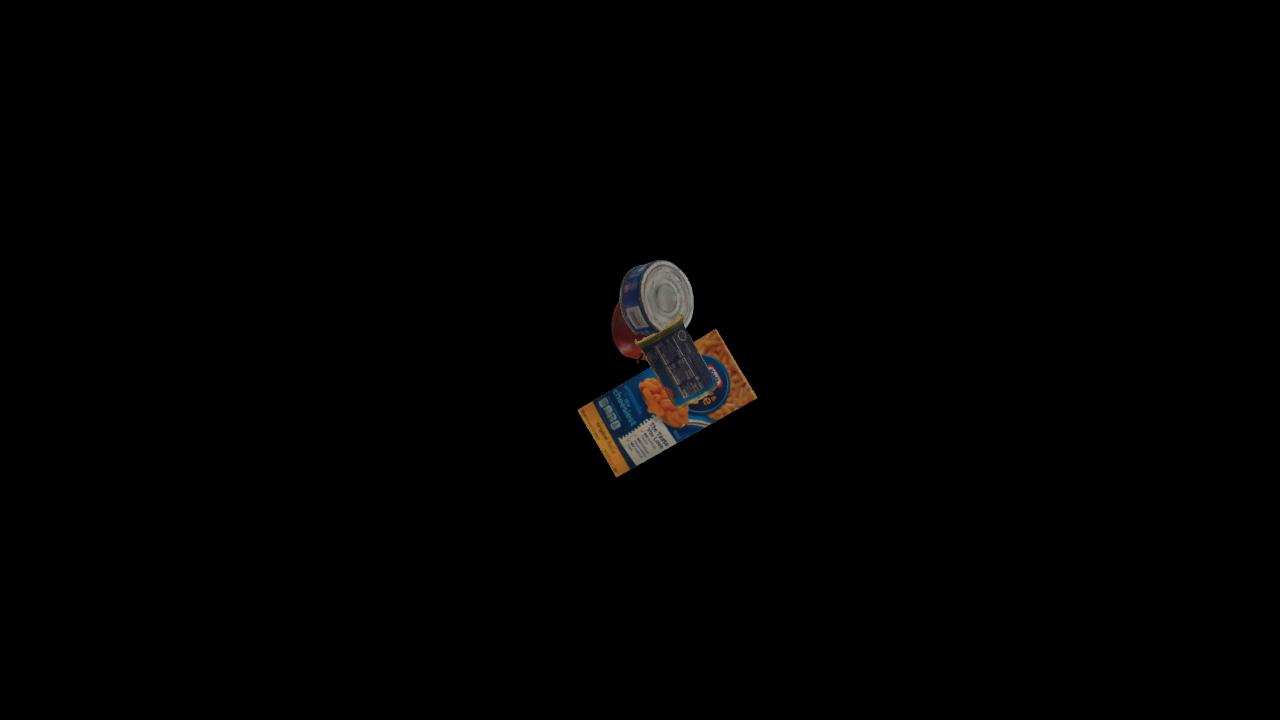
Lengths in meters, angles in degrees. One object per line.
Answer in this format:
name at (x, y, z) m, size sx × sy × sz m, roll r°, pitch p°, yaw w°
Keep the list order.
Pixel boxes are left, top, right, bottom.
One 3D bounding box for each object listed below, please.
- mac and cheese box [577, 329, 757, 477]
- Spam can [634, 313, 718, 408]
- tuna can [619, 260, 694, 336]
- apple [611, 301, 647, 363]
mac and cheese box at (0.031, 0.050, 0.705) m, size 0.184 × 0.093 × 0.041 m, roll -31°, pitch -6°, yaw 7°
Spam can at (0.038, -0.003, 0.675) m, size 0.058 × 0.085 × 0.101 m, roll -30°, pitch 11°, yaw 4°
tuna can at (0.020, -0.064, 0.663) m, size 0.084 × 0.084 × 0.034 m, roll 0°, pitch -6°, yaw -42°
apple at (0.007, -0.041, 0.695) m, size 0.079 × 0.093 × 0.079 m, roll 8°, pitch -15°, yaw 2°
